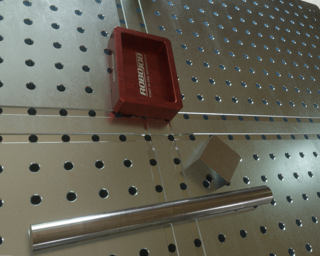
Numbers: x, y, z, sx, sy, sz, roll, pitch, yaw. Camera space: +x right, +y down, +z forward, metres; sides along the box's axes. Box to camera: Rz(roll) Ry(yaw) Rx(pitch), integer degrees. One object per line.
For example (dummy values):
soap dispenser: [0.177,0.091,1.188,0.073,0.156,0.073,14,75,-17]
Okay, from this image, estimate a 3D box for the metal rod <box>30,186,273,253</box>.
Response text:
metal rod: [0.015,0.097,0.356,0.303,0.025,0.025,-2,63,-29]

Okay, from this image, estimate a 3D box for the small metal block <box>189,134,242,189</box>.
small metal block: [0.076,0.045,0.421,0.050,0.025,0.050,40,51,-2]

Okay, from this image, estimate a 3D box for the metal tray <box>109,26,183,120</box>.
metal tray: [-0.023,-0.078,0.440,0.091,0.030,0.130,6,59,-25]
